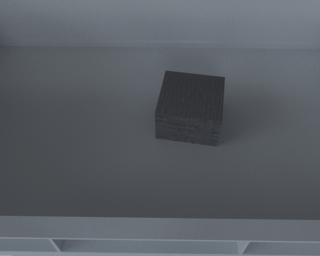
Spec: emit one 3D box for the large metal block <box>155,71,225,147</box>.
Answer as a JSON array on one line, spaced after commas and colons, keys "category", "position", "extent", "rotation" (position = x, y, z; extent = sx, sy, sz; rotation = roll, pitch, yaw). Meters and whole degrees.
[{"category": "large metal block", "position": [0.040, -0.027, 0.412], "extent": [0.080, 0.050, 0.080], "rotation": [8, 50, 6]}]
